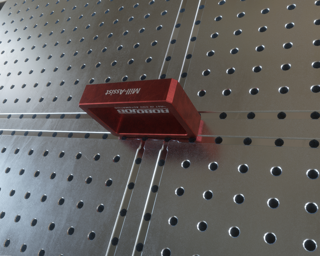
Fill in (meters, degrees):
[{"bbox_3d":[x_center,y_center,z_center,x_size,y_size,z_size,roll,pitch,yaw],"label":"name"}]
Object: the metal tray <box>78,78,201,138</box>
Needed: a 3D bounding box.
[{"bbox_3d":[-0.024,-0.021,0.393,0.130,0.090,0.030,0,62,28],"label":"metal tray"}]
